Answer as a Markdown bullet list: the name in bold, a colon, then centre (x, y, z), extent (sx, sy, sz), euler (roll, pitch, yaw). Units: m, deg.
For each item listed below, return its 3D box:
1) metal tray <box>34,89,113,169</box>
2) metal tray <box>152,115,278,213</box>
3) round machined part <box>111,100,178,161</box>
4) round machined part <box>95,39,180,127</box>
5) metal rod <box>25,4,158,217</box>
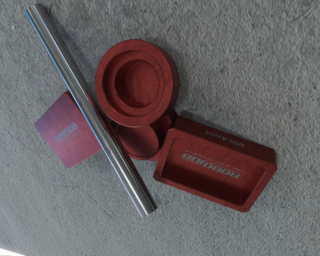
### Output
- **metal tray**: centre (-0.127, 0.003, 0.460), extent (0.130, 0.030, 0.090), euler (-29, 100, 46)
- **metal tray**: centre (0.064, 0.047, 0.386), extent (0.131, 0.030, 0.089), euler (20, 127, 3)
- **round machined part**: centre (-0.024, 0.004, 0.413), extent (0.098, 0.042, 0.097), euler (13, 124, 21)
- **round machined part**: centre (-0.023, -0.051, 0.364), extent (0.098, 0.042, 0.097), euler (3, 98, 21)
- **metal rod**: centre (-0.088, -0.023, 0.397), extent (0.025, 0.025, 0.299), euler (-31, 89, 38)
